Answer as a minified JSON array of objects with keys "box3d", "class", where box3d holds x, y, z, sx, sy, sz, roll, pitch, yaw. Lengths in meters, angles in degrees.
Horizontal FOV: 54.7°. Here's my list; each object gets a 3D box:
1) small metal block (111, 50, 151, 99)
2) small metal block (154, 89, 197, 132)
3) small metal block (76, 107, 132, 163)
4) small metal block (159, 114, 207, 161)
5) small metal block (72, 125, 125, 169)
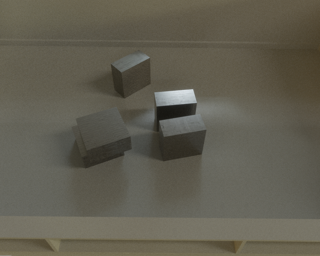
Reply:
[{"box3d":[-0.041,-0.079,0.455,0.050,0.050,0.025,-34,58,-25],"class":"small metal block"},{"box3d":[0.019,-0.022,0.408,0.050,0.050,0.025,-5,51,-5],"class":"small metal block"},{"box3d":[-0.066,0.007,0.366,0.050,0.025,0.050,-18,53,-15],"class":"small metal block"},{"box3d":[0.026,0.012,0.379,0.050,0.050,0.025,-10,51,-8],"class":"small metal block"},{"box3d":[-0.078,0.017,0.390,0.050,0.025,0.050,-18,53,-15],"class":"small metal block"}]
